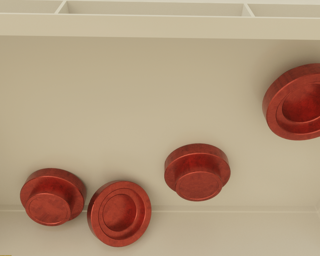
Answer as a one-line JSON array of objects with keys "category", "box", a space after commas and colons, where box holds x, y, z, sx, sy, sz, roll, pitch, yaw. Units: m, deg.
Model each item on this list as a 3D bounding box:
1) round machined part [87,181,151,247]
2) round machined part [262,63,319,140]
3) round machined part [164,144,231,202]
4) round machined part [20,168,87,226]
[{"category": "round machined part", "box": [-0.066, 0.131, 0.485, 0.098, 0.098, 0.042, 32, 161, -24]}, {"category": "round machined part", "box": [0.172, -0.034, 0.370, 0.099, 0.042, 0.097, 0, 130, 0]}, {"category": "round machined part", "box": [0.055, 0.072, 0.460, 0.099, 0.042, 0.097, 0, 130, 0]}, {"category": "round machined part", "box": [-0.168, 0.114, 0.482, 0.099, 0.042, 0.097, -1, 120, -1]}]
